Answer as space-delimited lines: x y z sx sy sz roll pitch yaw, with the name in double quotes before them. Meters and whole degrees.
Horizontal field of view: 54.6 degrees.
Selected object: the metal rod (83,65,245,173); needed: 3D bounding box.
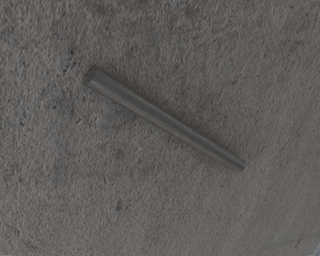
"metal rod" 0.028 0.003 0.423 0.301 0.025 0.025 30 102 -38
